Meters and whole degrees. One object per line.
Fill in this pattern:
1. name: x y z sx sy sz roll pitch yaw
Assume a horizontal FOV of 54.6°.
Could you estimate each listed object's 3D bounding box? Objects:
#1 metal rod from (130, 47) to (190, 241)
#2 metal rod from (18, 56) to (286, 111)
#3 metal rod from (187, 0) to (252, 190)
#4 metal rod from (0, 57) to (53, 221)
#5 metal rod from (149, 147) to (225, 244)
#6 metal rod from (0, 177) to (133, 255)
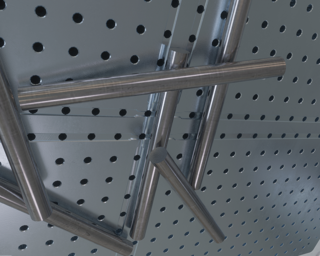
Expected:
1. metal rod: -0.007 0.039 0.430 0.025 0.025 0.298 -2 119 -28
2. metal rod: 0.003 -0.053 0.350 0.302 0.025 0.025 -9 123 -13
3. metal rod: 0.076 -0.039 0.427 0.025 0.025 0.298 -4 121 -26
4. metal rod: -0.153 -0.029 0.294 0.025 0.025 0.298 -17 121 -19
5. metal rod: 0.056 0.123 0.498 0.025 0.025 0.300 -37 135 -4
6. metal rod: -0.137 0.114 0.406 0.025 0.025 0.300 -44 129 2
